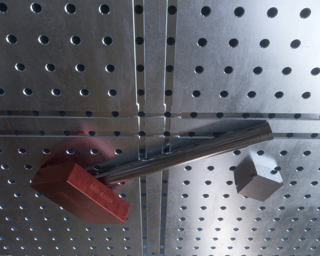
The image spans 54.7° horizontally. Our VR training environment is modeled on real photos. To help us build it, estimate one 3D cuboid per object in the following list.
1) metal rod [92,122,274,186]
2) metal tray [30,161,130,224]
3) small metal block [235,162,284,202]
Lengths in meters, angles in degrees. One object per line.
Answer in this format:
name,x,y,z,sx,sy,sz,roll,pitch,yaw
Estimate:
metal rod,0.010,0.048,0.452,0.301,0.025,0.025,-18,128,14
metal tray,-0.121,0.105,0.478,0.090,0.030,0.130,-15,132,36
small metal block,0.155,0.086,0.488,0.050,0.025,0.050,21,127,-17
